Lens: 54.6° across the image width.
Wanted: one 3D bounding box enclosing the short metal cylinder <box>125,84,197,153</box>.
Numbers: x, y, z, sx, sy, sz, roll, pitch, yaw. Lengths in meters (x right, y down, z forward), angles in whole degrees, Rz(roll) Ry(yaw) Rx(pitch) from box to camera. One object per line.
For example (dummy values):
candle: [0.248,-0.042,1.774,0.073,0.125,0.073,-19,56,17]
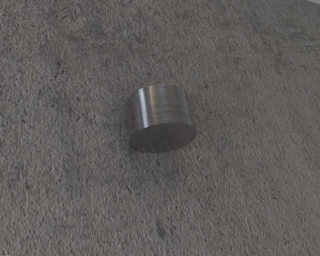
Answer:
short metal cylinder: [0.000,-0.009,0.373,0.081,0.080,0.050,5,60,-26]
